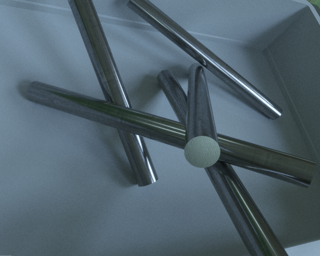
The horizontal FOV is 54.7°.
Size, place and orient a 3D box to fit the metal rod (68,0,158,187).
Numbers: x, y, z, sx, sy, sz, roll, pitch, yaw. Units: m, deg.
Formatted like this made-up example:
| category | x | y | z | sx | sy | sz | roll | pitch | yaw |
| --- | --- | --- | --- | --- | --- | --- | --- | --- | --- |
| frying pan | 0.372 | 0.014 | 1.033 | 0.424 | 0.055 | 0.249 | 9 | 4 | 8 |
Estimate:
| category | x | y | z | sx | sy | sz | roll | pitch | yaw |
| --- | --- | --- | --- | --- | --- | --- | --- | --- | --- |
| metal rod | -0.064 | -0.076 | 0.346 | 0.025 | 0.025 | 0.299 | -25 | 98 | -36 |

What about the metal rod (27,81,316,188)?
| category | x | y | z | sx | sy | sz | roll | pitch | yaw |
| --- | --- | --- | --- | --- | --- | --- | --- | --- | --- |
| metal rod | -0.006 | -0.001 | 0.314 | 0.301 | 0.025 | 0.025 | 17 | 49 | 16 |

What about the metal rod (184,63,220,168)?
| category | x | y | z | sx | sy | sz | roll | pitch | yaw |
| --- | --- | --- | --- | --- | --- | --- | --- | --- | --- |
| metal rod | 0.044 | -0.037 | 0.357 | 0.025 | 0.025 | 0.301 | 33 | 21 | -7 |

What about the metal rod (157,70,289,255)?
| category | x | y | z | sx | sy | sz | roll | pitch | yaw |
| --- | --- | --- | --- | --- | --- | --- | --- | --- | --- |
| metal rod | 0.047 | 0.014 | 0.343 | 0.025 | 0.025 | 0.300 | 8 | 33 | -24 |

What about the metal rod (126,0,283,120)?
| category | x | y | z | sx | sy | sz | roll | pitch | yaw |
| --- | --- | --- | --- | --- | --- | --- | --- | --- | --- |
| metal rod | 0.079 | -0.103 | 0.480 | 0.301 | 0.025 | 0.025 | 34 | 51 | -18 |
